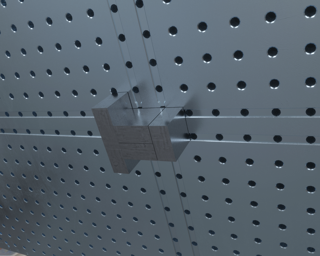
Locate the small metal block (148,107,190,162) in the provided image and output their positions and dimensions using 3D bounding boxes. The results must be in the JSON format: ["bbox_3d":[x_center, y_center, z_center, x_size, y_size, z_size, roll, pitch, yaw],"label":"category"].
[{"bbox_3d":[0.013,0.007,0.390,0.025,0.050,0.050,0,118,28],"label":"small metal block"}]

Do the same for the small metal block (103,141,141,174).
[{"bbox_3d":[-0.048,0.029,0.436,0.025,0.050,0.050,0,118,28],"label":"small metal block"}]

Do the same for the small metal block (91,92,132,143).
[{"bbox_3d":[-0.060,-0.015,0.415,0.025,0.050,0.050,0,118,28],"label":"small metal block"}]

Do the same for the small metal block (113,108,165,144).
[{"bbox_3d":[-0.023,-0.004,0.403,0.050,0.050,0.025,0,118,28],"label":"small metal block"}]

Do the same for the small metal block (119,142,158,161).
[{"bbox_3d":[-0.018,0.018,0.413,0.050,0.050,0.025,0,118,28],"label":"small metal block"}]
